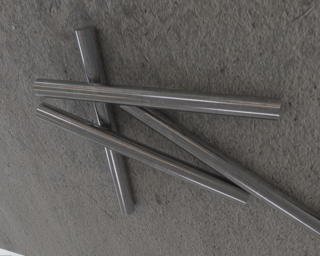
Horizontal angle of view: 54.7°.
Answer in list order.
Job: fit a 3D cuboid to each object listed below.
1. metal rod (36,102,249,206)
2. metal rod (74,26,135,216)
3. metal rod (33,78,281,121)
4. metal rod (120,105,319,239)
[{"bbox_3d":[-0.026,0.033,0.417,0.301,0.025,0.025,22,127,5],"label":"metal rod"},{"bbox_3d":[-0.073,0.008,0.450,0.025,0.025,0.298,6,121,25],"label":"metal rod"},{"bbox_3d":[-0.017,-0.037,0.371,0.301,0.025,0.025,7,122,16],"label":"metal rod"},{"bbox_3d":[0.079,0.046,0.393,0.301,0.025,0.025,33,129,6],"label":"metal rod"}]
